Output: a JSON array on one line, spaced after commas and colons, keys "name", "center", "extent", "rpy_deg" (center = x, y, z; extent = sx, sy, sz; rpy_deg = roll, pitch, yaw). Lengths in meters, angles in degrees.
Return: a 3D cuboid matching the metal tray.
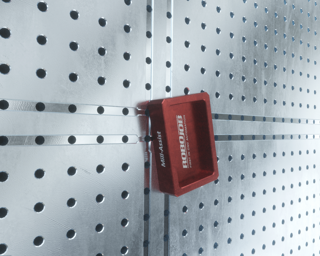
[{"name": "metal tray", "center": [0.036, 0.019, 0.434], "extent": [0.091, 0.030, 0.129], "rpy_deg": [-14, 99, -39]}]
